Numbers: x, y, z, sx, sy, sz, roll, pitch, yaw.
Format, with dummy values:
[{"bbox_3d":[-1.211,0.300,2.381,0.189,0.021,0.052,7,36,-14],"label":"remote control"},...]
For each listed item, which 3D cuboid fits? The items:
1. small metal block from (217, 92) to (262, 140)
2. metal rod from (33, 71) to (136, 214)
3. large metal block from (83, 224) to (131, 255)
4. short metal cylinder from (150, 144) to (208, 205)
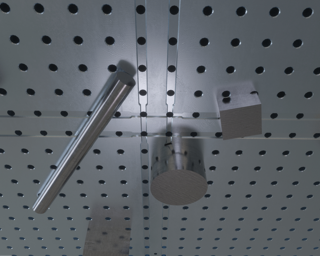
[{"bbox_3d":[0.103,-0.014,0.400,0.050,0.025,0.050,-10,130,8],"label":"small metal block"},{"bbox_3d":[-0.121,0.038,0.442,0.025,0.025,0.298,26,125,-21],"label":"metal rod"},{"bbox_3d":[-0.104,0.233,0.593,0.081,0.050,0.079,10,130,-9],"label":"large metal block"},{"bbox_3d":[0.027,0.069,0.454,0.081,0.050,0.079,0,130,0],"label":"short metal cylinder"}]
